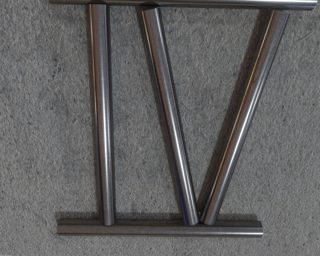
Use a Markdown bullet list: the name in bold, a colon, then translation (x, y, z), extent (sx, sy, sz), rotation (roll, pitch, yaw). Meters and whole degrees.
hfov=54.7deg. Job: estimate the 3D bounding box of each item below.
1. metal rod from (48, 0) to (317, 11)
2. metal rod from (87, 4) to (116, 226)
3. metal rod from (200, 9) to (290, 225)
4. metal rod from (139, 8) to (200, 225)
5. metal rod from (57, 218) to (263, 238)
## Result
- **metal rod**: translation (0.026, -0.152, 0.355), extent (0.302, 0.025, 0.025), rotation (1, 110, -1)
- **metal rod**: translation (-0.074, -0.003, 0.408), extent (0.025, 0.025, 0.298), rotation (1, 110, -1)
- **metal rod**: translation (0.105, 0.000, 0.412), extent (0.025, 0.025, 0.298), rotation (12, 109, -5)
- **metal rod**: translation (0.017, 0.000, 0.410), extent (0.025, 0.025, 0.298), rotation (-11, 110, 3)
- **metal rod**: translation (0.001, 0.151, 0.466), extent (0.302, 0.025, 0.025), rotation (1, 110, -1)
